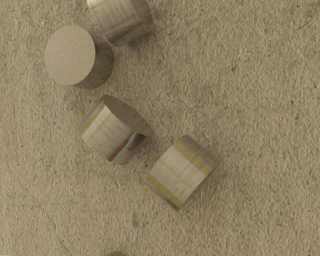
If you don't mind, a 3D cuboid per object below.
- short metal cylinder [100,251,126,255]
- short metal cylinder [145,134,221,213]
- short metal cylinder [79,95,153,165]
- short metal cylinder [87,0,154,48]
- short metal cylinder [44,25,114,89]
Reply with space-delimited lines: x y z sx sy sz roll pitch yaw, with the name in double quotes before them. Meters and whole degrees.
"short metal cylinder" -0.071 0.209 0.405 0.050 0.080 0.080 -24 82 18
"short metal cylinder" 0.028 0.054 0.370 0.050 0.080 0.080 40 103 15
"short metal cylinder" -0.056 0.002 0.399 0.080 0.080 0.050 44 104 14
"short metal cylinder" -0.048 -0.151 0.397 0.050 0.080 0.080 -22 83 19
"short metal cylinder" -0.112 -0.097 0.435 0.080 0.050 0.080 0 90 20
